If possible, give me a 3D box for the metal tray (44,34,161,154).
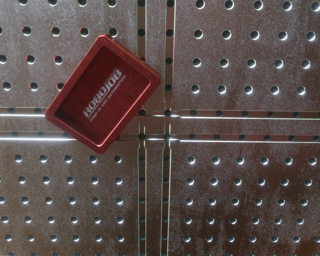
[{"bbox_3d":[-0.072,-0.041,0.394,0.090,0.030,0.130,36,106,-13],"label":"metal tray"}]
